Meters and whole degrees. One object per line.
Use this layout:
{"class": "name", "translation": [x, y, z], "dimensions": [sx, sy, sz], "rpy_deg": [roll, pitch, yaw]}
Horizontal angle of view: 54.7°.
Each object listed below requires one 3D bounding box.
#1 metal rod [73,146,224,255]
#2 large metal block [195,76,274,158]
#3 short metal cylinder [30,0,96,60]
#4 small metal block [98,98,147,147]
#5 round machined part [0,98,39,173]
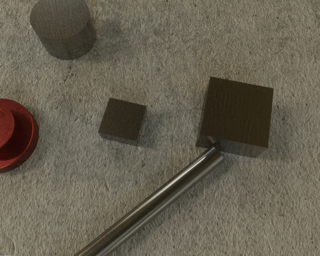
{"class": "metal rod", "translation": [-0.045, 0.121, 0.363], "dimensions": [0.301, 0.025, 0.025], "rpy_deg": [-37, 74, -13]}
{"class": "large metal block", "translation": [0.095, -0.013, 0.401], "dimensions": [0.080, 0.050, 0.080], "rpy_deg": [12, 70, 4]}
{"class": "short metal cylinder", "translation": [-0.137, -0.146, 0.447], "dimensions": [0.081, 0.050, 0.080], "rpy_deg": [0, 70, 0]}
{"class": "small metal block", "translation": [-0.048, -0.008, 0.410], "dimensions": [0.050, 0.025, 0.050], "rpy_deg": [13, 70, 4]}
{"class": "round machined part", "translation": [-0.212, 0.006, 0.394], "dimensions": [0.099, 0.042, 0.098], "rpy_deg": [0, 70, -1]}
